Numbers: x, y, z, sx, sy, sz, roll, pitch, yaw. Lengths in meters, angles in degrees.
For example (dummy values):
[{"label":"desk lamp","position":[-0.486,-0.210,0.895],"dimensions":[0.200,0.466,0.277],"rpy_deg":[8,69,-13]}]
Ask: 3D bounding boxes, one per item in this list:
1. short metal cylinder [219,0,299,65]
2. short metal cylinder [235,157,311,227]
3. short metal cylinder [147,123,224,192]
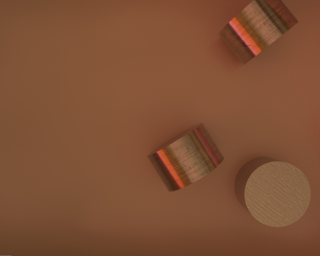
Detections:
[{"label":"short metal cylinder","position":[0.121,-0.123,0.385],"dimensions":[0.080,0.080,0.050],"rpy_deg":[-39,90,0]},{"label":"short metal cylinder","position":[0.142,0.080,0.400],"dimensions":[0.081,0.050,0.080],"rpy_deg":[0,90,0]},{"label":"short metal cylinder","position":[0.031,0.035,0.384],"dimensions":[0.080,0.080,0.050],"rpy_deg":[-31,90,0]}]
